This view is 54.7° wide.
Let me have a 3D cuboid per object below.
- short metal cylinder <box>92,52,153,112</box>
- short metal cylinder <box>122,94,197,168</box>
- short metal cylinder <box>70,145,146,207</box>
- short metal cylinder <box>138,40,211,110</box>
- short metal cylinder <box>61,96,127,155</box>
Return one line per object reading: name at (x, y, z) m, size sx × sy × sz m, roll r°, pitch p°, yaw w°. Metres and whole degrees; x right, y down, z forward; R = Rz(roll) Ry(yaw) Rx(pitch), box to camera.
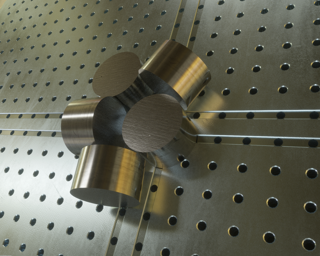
short metal cylinder at (-0.052, -0.065, 0.459) m, size 0.080 × 0.050 × 0.080 m, roll -14°, pitch 56°, yaw 22°
short metal cylinder at (0.000, 0.004, 0.390) m, size 0.080 × 0.050 × 0.080 m, roll -13°, pitch 57°, yaw 21°
short metal cylinder at (-0.060, 0.059, 0.367) m, size 0.080 × 0.080 × 0.050 m, roll -6°, pitch 60°, yaw 25°
short metal cylinder at (0.019, -0.068, 0.405) m, size 0.080 × 0.080 × 0.050 m, roll 32°, pitch 79°, yaw 38°
short metal cylinder at (-0.086, -0.001, 0.420) m, size 0.050 × 0.080 × 0.080 m, roll -2°, pitch 61°, yaw 27°
